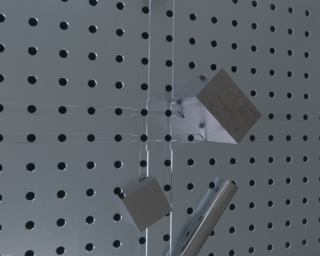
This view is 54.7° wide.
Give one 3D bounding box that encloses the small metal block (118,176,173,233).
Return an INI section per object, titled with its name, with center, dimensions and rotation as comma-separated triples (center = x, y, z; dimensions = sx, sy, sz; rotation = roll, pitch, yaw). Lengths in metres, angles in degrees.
[small metal block]
center = -0.019, 0.098, 0.406
dimensions = 0.050, 0.025, 0.050
rotation = -30, 100, -18

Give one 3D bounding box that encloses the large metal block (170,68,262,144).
[large metal block]
center = 0.071, -0.027, 0.409
dimensions = 0.080, 0.080, 0.050
rotation = 46, 76, -14

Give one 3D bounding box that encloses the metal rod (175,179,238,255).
[metal rod]
center = 0.018, 0.201, 0.419
dimensions = 0.025, 0.025, 0.300
rotation = 39, 78, -16
